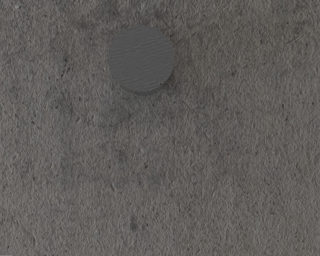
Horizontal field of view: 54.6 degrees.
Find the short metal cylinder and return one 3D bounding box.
[{"bbox_3d":[-0.022,-0.084,0.397,0.080,0.050,0.080,0,90,0],"label":"short metal cylinder"}]
